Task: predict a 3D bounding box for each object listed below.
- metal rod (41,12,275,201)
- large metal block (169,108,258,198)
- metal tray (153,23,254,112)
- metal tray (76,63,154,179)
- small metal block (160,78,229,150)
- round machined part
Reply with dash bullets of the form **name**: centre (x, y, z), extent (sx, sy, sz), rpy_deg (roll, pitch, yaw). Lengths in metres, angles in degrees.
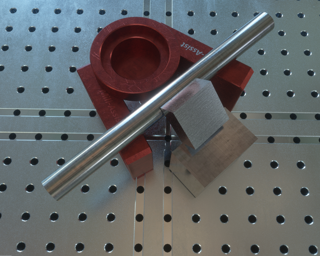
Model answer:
- **metal rod**: centre (0.010, -0.032, 0.328), extent (0.301, 0.025, 0.025), rpy_deg (-39, 75, -13)
- **large metal block**: centre (0.059, 0.032, 0.368), extent (0.080, 0.080, 0.050), rpy_deg (-40, 75, -13)
- **metal tray**: centre (0.046, -0.073, 0.403), extent (0.130, 0.090, 0.030), rpy_deg (30, 74, 10)
- **metal tray**: centre (-0.053, -0.008, 0.379), extent (0.030, 0.090, 0.130), rpy_deg (-28, 73, -10)
- **small metal block**: centre (0.037, -0.015, 0.317), extent (0.050, 0.050, 0.025), rpy_deg (-41, 31, -14)
- **round machined part**: centre (-0.027, -0.075, 0.357), extent (0.099, 0.042, 0.098), rpy_deg (0, 70, -1)
